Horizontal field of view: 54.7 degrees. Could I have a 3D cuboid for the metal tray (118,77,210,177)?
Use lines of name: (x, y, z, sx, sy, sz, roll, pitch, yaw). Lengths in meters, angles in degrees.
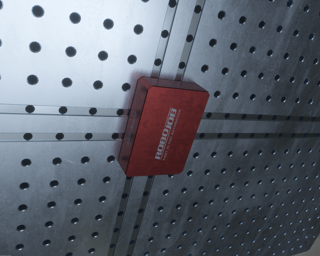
metal tray: (0.003, 0.002, 0.412, 0.091, 0.030, 0.129, 2, 118, -30)
